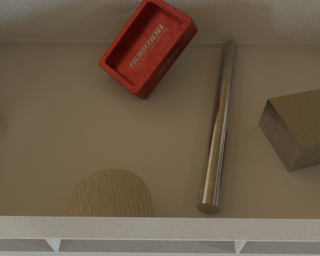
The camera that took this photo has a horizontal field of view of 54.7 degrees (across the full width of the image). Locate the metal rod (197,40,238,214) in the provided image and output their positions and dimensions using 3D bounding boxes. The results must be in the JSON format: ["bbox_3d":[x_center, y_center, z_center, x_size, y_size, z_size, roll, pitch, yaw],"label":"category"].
[{"bbox_3d":[0.085,-0.025,0.427,0.025,0.025,0.300,10,51,8],"label":"metal rod"}]

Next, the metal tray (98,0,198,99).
[{"bbox_3d":[-0.019,-0.119,0.452,0.090,0.030,0.130,41,97,25],"label":"metal tray"}]

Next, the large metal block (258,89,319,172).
[{"bbox_3d":[0.185,0.001,0.391,0.081,0.050,0.080,-11,51,-10],"label":"large metal block"}]

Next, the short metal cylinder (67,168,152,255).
[{"bbox_3d":[-0.048,0.088,0.314,0.081,0.050,0.080,0,50,0],"label":"short metal cylinder"}]
